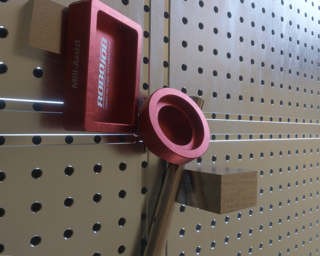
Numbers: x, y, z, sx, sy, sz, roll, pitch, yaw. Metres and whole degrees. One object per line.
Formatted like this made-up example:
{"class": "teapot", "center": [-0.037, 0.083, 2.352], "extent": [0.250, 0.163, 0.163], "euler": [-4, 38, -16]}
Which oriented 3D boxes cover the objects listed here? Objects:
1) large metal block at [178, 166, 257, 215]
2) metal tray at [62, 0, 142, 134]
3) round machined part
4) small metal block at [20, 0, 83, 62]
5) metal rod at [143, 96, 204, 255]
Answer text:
{"class": "large metal block", "center": [0.081, 0.085, 0.444], "extent": [0.081, 0.080, 0.050], "euler": [2, 89, -40]}
{"class": "metal tray", "center": [-0.059, -0.060, 0.337], "extent": [0.090, 0.030, 0.129], "euler": [5, 87, -60]}
{"class": "round machined part", "center": [0.013, 0.001, 0.395], "extent": [0.099, 0.042, 0.098], "euler": [22, 52, -30]}
{"class": "small metal block", "center": [-0.110, -0.099, 0.318], "extent": [0.050, 0.025, 0.050], "euler": [9, 84, -40]}
{"class": "metal rod", "center": [0.011, 0.098, 0.420], "extent": [0.025, 0.025, 0.299], "euler": [27, 73, -37]}
